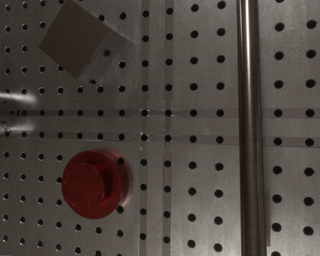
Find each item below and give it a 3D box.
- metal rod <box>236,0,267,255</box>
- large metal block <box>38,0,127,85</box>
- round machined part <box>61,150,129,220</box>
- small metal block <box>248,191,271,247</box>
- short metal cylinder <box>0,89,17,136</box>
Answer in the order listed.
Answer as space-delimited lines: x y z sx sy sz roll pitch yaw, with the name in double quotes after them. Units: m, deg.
0.100 -0.016 0.344 0.025 0.025 0.299 -2 77 19 "metal rod"
-0.108 -0.120 0.436 0.080 0.050 0.080 39 102 15 "large metal block"
-0.098 0.081 0.437 0.098 0.042 0.097 0 90 19 "round machined part"
0.114 0.102 0.359 0.025 0.050 0.050 -1 90 20 "small metal block"
-0.280 -0.026 0.496 0.080 0.050 0.079 0 90 19 "short metal cylinder"
